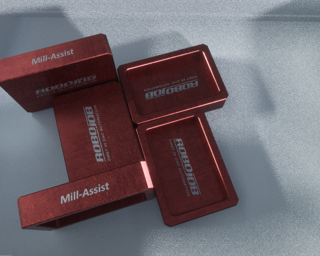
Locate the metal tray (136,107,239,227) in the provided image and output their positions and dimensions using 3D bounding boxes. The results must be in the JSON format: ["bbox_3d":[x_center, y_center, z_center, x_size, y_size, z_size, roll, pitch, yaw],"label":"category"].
[{"bbox_3d":[0.031,0.047,0.388,0.091,0.030,0.130,-16,71,-6],"label":"metal tray"}]

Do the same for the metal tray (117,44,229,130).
[{"bbox_3d":[0.016,-0.057,0.426,0.131,0.030,0.090,-16,71,-6],"label":"metal tray"}]

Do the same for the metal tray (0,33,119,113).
[{"bbox_3d":[-0.122,-0.066,0.394,0.131,0.090,0.030,-17,71,-7],"label":"metal tray"}]

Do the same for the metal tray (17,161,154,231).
[{"bbox_3d":[-0.073,0.078,0.343,0.131,0.090,0.030,-16,71,-6],"label":"metal tray"}]

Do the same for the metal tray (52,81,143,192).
[{"bbox_3d":[-0.079,0.011,0.399,0.091,0.030,0.130,-16,71,-6],"label":"metal tray"}]
